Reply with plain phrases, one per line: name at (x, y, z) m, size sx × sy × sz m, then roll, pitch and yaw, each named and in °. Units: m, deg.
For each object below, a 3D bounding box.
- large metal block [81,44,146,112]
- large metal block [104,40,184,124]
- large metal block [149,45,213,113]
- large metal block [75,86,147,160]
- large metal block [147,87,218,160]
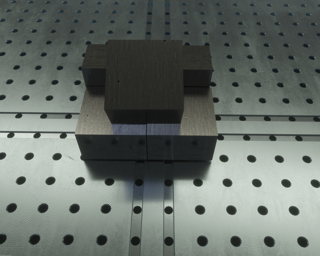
large metal block at (-0.056, -0.067, 0.426) m, size 0.081 × 0.080 × 0.050 m, roll 1°, pitch 50°, yaw 0°
large metal block at (-0.016, -0.050, 0.347) m, size 0.081 × 0.050 × 0.080 m, roll 0°, pitch 74°, yaw -1°
large metal block at (0.025, -0.066, 0.426) m, size 0.081 × 0.080 × 0.050 m, roll 1°, pitch 50°, yaw 0°
large metal block at (-0.056, -0.007, 0.394) m, size 0.081 × 0.050 × 0.080 m, roll 1°, pitch 50°, yaw 0°
large metal block at (0.026, -0.006, 0.394) m, size 0.081 × 0.050 × 0.080 m, roll 1°, pitch 50°, yaw 0°
